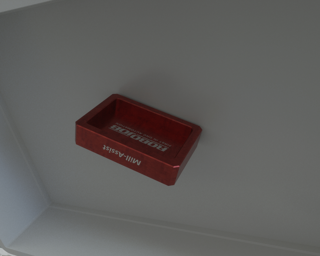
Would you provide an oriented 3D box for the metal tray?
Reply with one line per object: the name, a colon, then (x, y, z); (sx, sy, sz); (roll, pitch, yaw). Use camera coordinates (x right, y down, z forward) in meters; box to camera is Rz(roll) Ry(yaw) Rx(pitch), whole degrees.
metal tray: (-0.024, 0.009, 0.379); (0.130, 0.090, 0.030); (22, 127, 13)
